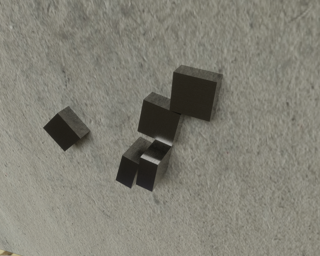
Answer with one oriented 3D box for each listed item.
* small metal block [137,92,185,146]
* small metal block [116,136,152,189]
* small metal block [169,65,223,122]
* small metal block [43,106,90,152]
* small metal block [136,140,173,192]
[{"bbox_3d":[0.003,-0.012,0.397,0.050,0.025,0.050,23,127,13],"label":"small metal block"},{"bbox_3d":[-0.035,0.048,0.437,0.025,0.050,0.050,27,128,11],"label":"small metal block"},{"bbox_3d":[0.041,-0.041,0.359,0.050,0.025,0.050,17,125,18],"label":"small metal block"},{"bbox_3d":[-0.146,0.002,0.482,0.050,0.025,0.050,-34,100,38],"label":"small metal block"},{"bbox_3d":[-0.007,0.050,0.424,0.025,0.050,0.050,22,127,15],"label":"small metal block"}]
